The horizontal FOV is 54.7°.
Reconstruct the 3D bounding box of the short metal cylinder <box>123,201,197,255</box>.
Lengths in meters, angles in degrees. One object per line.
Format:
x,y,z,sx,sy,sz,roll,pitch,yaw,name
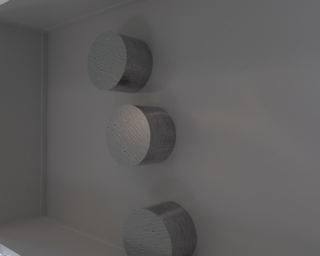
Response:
-0.001,0.137,0.392,0.080,0.050,0.080,0,90,40,short metal cylinder

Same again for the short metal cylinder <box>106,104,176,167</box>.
-0.026,0.010,0.412,0.080,0.050,0.080,0,90,40,short metal cylinder

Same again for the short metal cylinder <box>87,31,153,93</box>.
-0.057,-0.091,0.438,0.080,0.050,0.080,0,90,40,short metal cylinder
